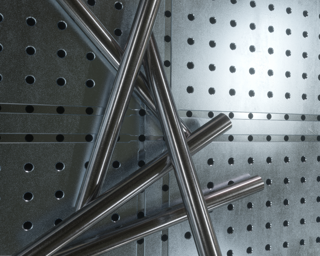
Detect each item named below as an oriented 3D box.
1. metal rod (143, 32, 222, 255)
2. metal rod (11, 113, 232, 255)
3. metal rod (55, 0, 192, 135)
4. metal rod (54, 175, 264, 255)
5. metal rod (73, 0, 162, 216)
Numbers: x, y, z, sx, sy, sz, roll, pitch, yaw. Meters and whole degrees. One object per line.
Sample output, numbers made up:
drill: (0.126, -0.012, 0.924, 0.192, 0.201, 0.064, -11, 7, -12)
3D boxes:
metal rod: (0.017, 0.010, 0.373, 0.025, 0.025, 0.299, -12, 77, -20)
metal rod: (-0.032, 0.069, 0.374, 0.302, 0.025, 0.025, -33, 101, -17)
metal rod: (-0.052, -0.087, 0.394, 0.025, 0.025, 0.300, -44, 104, -15)
metal rod: (0.013, 0.121, 0.418, 0.302, 0.025, 0.025, -15, 96, -20)
metal rod: (-0.048, -0.038, 0.373, 0.025, 0.025, 0.298, 17, 92, -20)
